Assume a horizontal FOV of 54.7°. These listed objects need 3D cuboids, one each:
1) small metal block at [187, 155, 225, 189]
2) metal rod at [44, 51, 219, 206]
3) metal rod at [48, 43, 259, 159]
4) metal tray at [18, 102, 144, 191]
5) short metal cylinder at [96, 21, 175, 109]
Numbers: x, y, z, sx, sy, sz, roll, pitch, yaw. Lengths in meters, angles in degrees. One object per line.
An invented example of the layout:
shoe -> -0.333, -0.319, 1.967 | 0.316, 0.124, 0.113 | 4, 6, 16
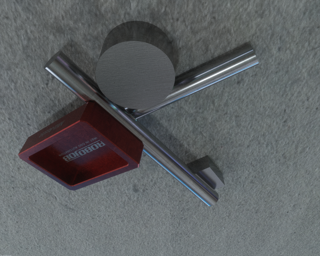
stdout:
small metal block -> 0.063, 0.074, 0.472 | 0.050, 0.025, 0.050 | -27, 126, 20
metal rod -> -0.016, 0.019, 0.392 | 0.025, 0.025, 0.300 | -32, 124, 24
metal rod -> -0.027, -0.025, 0.387 | 0.300, 0.025, 0.025 | -23, 127, 18
metal tray -> -0.097, 0.029, 0.378 | 0.130, 0.030, 0.090 | -24, 127, 33
short metal cylinder -> -0.025, -0.067, 0.334 | 0.081, 0.050, 0.079 | 0, 130, 0
